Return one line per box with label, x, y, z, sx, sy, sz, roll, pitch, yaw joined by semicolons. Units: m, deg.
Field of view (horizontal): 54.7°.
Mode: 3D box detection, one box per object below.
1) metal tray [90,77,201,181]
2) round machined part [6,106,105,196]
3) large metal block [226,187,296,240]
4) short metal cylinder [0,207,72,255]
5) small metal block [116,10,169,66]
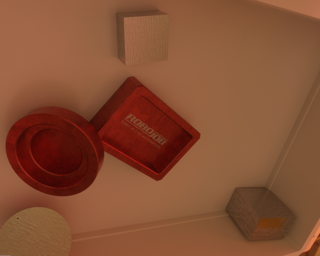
metal tray;-0.018;0.006;0.401;0.090;0.030;0.130;-48;129;5
round machined part;-0.108;0.022;0.334;0.099;0.042;0.097;3;115;6
large metal block;0.182;0.155;0.566;0.081;0.080;0.050;7;115;-25
short metal cylinder;-0.147;0.138;0.370;0.081;0.080;0.050;-16;165;-20
small metal block;-0.019;-0.099;0.338;0.050;0.025;0.050;-13;124;-22
